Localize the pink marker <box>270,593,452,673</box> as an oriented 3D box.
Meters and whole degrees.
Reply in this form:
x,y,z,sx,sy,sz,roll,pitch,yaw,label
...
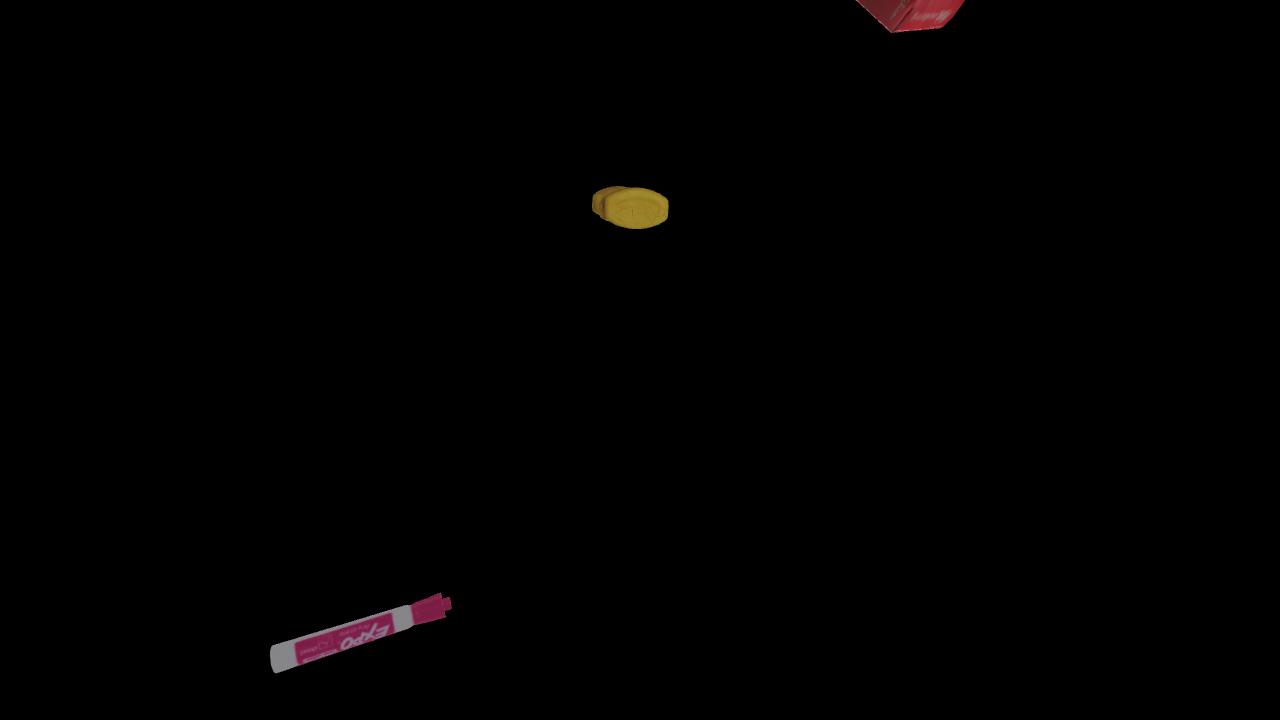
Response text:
x,y,z,sx,sy,sz,roll,pitch,yaw,label
-0.200,0.198,0.451,0.121,0.020,0.020,-11,4,-22,pink marker

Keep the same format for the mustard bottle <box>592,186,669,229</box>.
x,y,z,sx,sy,sz,roll,pitch,yaw,label
-0.023,-0.226,0.893,0.092,0.054,0.184,-8,19,-11,mustard bottle

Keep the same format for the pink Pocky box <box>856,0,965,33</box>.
x,y,z,sx,sy,sz,roll,pitch,yaw,label
0.145,-0.284,0.419,0.084,0.155,0.029,-29,-16,-39,pink Pocky box
